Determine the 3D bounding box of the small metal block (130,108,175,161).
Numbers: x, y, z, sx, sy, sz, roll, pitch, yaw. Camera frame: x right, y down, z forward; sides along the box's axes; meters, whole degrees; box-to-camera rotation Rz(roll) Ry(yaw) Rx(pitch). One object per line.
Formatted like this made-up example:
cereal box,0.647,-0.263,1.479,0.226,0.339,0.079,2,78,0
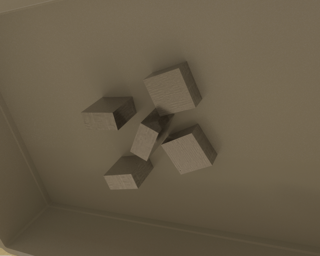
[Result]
small metal block,-0.010,0.006,0.400,0.025,0.050,0.050,30,128,9

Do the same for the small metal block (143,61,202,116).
small metal block,0.016,-0.046,0.371,0.050,0.025,0.050,-13,112,33

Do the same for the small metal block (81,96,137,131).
small metal block,-0.067,-0.020,0.414,0.050,0.050,0.025,2,119,27

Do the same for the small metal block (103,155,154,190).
small metal block,-0.045,0.064,0.454,0.050,0.050,0.025,-9,114,31

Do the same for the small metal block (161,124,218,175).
small metal block,0.038,0.028,0.405,0.050,0.025,0.050,-23,106,36
